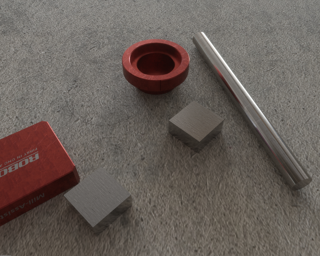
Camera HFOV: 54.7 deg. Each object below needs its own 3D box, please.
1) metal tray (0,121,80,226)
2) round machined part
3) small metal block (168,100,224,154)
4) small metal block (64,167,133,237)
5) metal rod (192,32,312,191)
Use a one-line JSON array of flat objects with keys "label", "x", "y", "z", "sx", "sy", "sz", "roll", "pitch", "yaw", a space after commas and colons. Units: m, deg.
[{"label": "metal tray", "x": -0.171, "y": 0.054, "z": 0.352, "sx": 0.131, "sy": 0.030, "sz": 0.090, "roll": -28, "pitch": 56, "yaw": -22}, {"label": "round machined part", "x": -0.006, "y": -0.088, "z": 0.466, "sx": 0.099, "sy": 0.042, "sz": 0.098, "roll": 0, "pitch": 50, "yaw": 0}, {"label": "small metal block", "x": 0.047, "y": -0.003, "z": 0.406, "sx": 0.050, "sy": 0.025, "sz": 0.050, "roll": 36, "pitch": 58, "yaw": 26}, {"label": "small metal block", "x": -0.066, "y": 0.079, "z": 0.336, "sx": 0.050, "sy": 0.025, "sz": 0.050, "roll": 37, "pitch": 59, "yaw": 26}, {"label": "metal rod", "x": 0.114, "y": -0.045, "z": 0.442, "sx": 0.025, "sy": 0.025, "sz": 0.299, "roll": -14, "pitch": 52, "yaw": -12}]
